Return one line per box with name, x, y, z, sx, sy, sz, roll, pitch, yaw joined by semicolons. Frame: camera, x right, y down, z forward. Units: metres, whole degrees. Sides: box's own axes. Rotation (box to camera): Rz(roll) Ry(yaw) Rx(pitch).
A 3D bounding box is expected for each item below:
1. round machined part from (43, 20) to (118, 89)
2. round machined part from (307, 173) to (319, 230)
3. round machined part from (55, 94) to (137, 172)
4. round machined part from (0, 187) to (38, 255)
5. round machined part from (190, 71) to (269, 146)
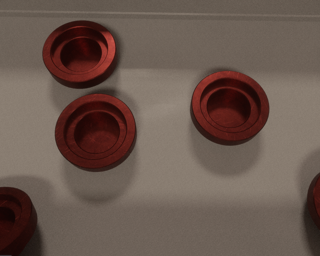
round machined part;-0.108;-0.098;0.435;0.099;0.042;0.098;0;70;-1
round machined part;0.225;0.092;0.367;0.099;0.042;0.098;-1;68;4
round machined part;-0.079;0.009;0.397;0.099;0.042;0.098;0;70;-1
round machined part;-0.185;0.115;0.340;0.099;0.042;0.098;-3;36;2
round machined part;0.089;-0.023;0.410;0.099;0.042;0.098;0;70;-1
